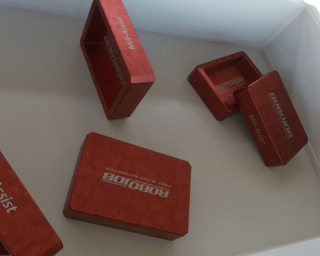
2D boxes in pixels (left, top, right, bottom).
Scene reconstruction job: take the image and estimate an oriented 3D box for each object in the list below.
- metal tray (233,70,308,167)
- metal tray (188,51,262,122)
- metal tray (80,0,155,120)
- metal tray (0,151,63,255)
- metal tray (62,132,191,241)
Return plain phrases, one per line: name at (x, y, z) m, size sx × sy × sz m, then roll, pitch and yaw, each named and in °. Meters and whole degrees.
metal tray at (0.176, -0.016, 0.484) m, size 0.091 × 0.030 × 0.129 m, roll -30°, pitch 96°, yaw -37°
metal tray at (0.119, -0.073, 0.513) m, size 0.131 × 0.030 × 0.090 m, roll -25°, pitch 75°, yaw -37°
metal tray at (-0.058, -0.087, 0.386) m, size 0.030 × 0.090 × 0.130 m, roll -10°, pitch 67°, yaw -33°
metal tray at (-0.136, 0.060, 0.254) m, size 0.030 × 0.090 × 0.130 m, roll -32°, pitch 80°, yaw -38°
metal tray at (-0.030, 0.066, 0.347) m, size 0.131 × 0.030 × 0.090 m, roll 19°, pitch 54°, yaw -18°
